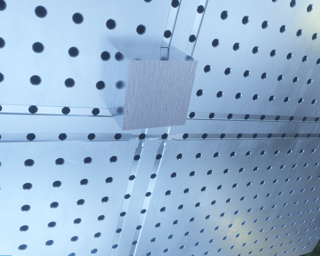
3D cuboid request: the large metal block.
[{"bbox_3d":[-0.010,-0.047,0.360,0.081,0.050,0.079,-5,121,-26],"label":"large metal block"}]
